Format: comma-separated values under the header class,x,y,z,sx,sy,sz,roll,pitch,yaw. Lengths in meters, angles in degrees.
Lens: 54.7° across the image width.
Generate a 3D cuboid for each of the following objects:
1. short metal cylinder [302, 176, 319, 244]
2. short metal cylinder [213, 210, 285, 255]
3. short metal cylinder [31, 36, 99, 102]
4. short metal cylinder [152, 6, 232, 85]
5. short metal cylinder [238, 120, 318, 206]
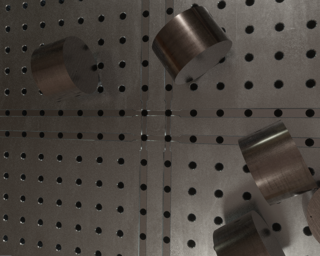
class,x,y,z,sx,sy,sz,roll,pitch,yaw
short metal cylinder,0.198,0.089,0.330,0.080,0.050,0.079,0,90,19
short metal cylinder,0.103,0.141,0.347,0.050,0.080,0.080,-35,79,16
short metal cylinder,-0.129,-0.080,0.427,0.050,0.080,0.080,-12,86,19
short metal cylinder,0.038,-0.096,0.369,0.080,0.080,0.050,-36,79,16
short metal cylinder,0.127,0.038,0.339,0.050,0.080,0.080,-28,81,18
